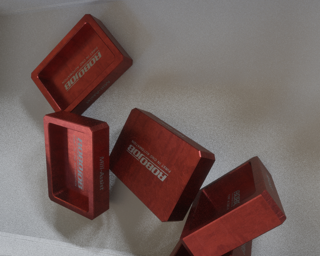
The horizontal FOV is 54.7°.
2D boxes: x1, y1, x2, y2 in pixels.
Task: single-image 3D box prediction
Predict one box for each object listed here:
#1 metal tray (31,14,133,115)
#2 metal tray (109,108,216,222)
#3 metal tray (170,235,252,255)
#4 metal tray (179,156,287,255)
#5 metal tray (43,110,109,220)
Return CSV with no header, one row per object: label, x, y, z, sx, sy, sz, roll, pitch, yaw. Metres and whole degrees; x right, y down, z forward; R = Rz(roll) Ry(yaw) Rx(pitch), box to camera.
metal tray,-0.115,-0.085,0.446,0.130,0.030,0.090,-41,78,15
metal tray,-0.005,0.041,0.381,0.130,0.030,0.090,34,102,42
metal tray,0.051,0.141,0.336,0.090,0.130,0.030,-31,83,17
metal tray,0.076,0.079,0.326,0.090,0.130,0.030,-35,89,16
metal tray,-0.112,0.049,0.418,0.090,0.030,0.129,14,111,30
